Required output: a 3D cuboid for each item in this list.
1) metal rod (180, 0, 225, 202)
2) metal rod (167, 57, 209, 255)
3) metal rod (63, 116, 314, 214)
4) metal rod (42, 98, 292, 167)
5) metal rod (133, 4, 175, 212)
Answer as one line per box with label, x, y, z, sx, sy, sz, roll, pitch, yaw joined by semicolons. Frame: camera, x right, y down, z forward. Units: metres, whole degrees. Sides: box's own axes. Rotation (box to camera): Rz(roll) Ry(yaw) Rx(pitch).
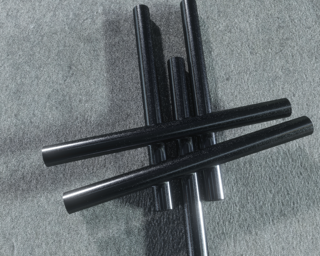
metal rod;0.055;-0.052;0.427;0.025;0.025;0.299;-4;70;-2
metal rod;0.035;0.045;0.392;0.025;0.025;0.299;-4;70;-2
metal rod;0.039;0.041;0.366;0.302;0.025;0.025;-17;71;-7
metal rod;0.012;0.004;0.379;0.302;0.025;0.025;-11;71;-5
metal rod;-0.012;-0.041;0.422;0.025;0.025;0.299;-6;70;-3
